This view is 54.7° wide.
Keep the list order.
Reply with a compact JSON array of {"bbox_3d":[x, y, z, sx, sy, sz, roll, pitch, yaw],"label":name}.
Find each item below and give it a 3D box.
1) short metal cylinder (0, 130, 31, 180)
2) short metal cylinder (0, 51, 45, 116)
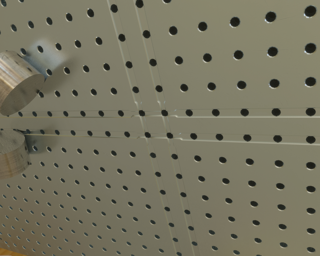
[{"bbox_3d":[-0.276,0.046,0.546,0.080,0.080,0.050,14,124,20],"label":"short metal cylinder"},{"bbox_3d":[-0.216,-0.064,0.447,0.050,0.080,0.080,41,129,0],"label":"short metal cylinder"}]
